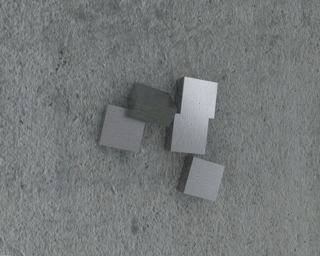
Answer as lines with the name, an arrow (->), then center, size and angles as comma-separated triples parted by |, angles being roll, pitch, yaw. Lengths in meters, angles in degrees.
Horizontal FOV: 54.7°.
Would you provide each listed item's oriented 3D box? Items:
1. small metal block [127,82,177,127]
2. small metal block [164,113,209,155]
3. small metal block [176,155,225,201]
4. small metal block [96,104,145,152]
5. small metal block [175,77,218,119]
small metal block -> -0.011, -0.030, 0.388 | 0.050, 0.050, 0.025 | 16, 116, -19
small metal block -> 0.036, 0.008, 0.422 | 0.050, 0.025, 0.050 | 7, 88, -20
small metal block -> 0.056, 0.069, 0.430 | 0.050, 0.025, 0.050 | 18, 84, -19
small metal block -> -0.049, 0.001, 0.391 | 0.050, 0.025, 0.050 | 13, 86, -20
small metal block -> 0.049, -0.040, 0.427 | 0.050, 0.025, 0.050 | 7, 88, -20
